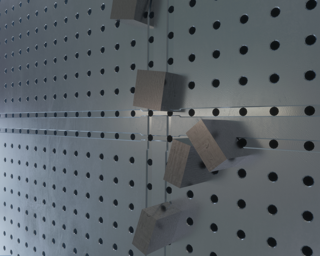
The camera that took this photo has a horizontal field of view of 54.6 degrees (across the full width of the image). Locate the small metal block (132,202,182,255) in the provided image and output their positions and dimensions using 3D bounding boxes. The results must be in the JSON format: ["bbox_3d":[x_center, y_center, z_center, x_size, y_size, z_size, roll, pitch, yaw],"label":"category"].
[{"bbox_3d":[-0.004,0.127,0.397,0.025,0.050,0.050,26,107,37],"label":"small metal block"}]

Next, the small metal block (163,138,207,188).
[{"bbox_3d":[0.035,0.039,0.365,0.025,0.050,0.050,21,104,38],"label":"small metal block"}]

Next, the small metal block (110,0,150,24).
[{"bbox_3d":[-0.042,-0.178,0.445,0.050,0.025,0.050,18,101,38],"label":"small metal block"}]

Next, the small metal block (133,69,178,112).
[{"bbox_3d":[-0.007,-0.050,0.416,0.050,0.025,0.050,13,98,39],"label":"small metal block"}]

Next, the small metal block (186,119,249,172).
[{"bbox_3d":[0.063,0.018,0.342,0.025,0.050,0.050,-44,63,31],"label":"small metal block"}]
